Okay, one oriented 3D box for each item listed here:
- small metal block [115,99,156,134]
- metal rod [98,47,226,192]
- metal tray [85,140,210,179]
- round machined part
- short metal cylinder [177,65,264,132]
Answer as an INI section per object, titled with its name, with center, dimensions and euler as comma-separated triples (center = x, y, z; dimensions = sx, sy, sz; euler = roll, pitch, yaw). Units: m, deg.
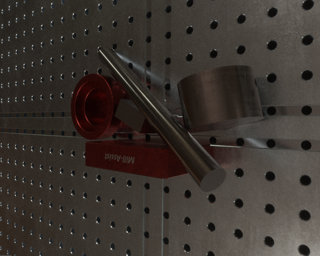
[small metal block]
center = -0.022, -0.016, 0.409
dimensions = 0.050, 0.050, 0.025
euler = 33, 111, 34
[metal rod]
center = -0.020, -0.035, 0.366
dimensions = 0.300, 0.025, 0.025
euler = 51, 121, 48
[metal tray]
center = -0.016, 0.033, 0.378
dimensions = 0.130, 0.091, 0.030
euler = 2, 92, 39
[round machined part]
center = -0.088, -0.031, 0.469
dimensions = 0.098, 0.042, 0.097
euler = 0, 90, 39
[short metal cylinder]
center = 0.062, -0.027, 0.321
dimensions = 0.080, 0.081, 0.050
euler = -15, 81, 39
